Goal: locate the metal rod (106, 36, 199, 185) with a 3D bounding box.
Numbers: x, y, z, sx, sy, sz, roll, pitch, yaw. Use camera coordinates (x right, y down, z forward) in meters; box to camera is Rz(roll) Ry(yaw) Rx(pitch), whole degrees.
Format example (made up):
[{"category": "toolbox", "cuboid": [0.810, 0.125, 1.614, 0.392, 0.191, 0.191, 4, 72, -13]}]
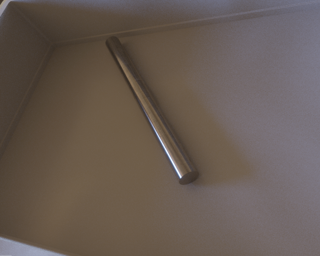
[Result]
[{"category": "metal rod", "cuboid": [-0.025, -0.046, 0.444, 0.025, 0.025, 0.300, -34, 52, 6]}]
